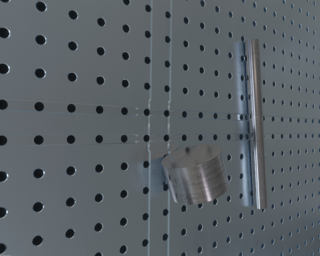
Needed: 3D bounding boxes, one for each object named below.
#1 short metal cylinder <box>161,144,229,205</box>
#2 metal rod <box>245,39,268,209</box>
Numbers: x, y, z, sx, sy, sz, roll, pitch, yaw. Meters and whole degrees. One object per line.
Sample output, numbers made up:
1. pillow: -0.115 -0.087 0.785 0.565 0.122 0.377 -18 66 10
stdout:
1. short metal cylinder: 0.047 0.059 0.413 0.081 0.080 0.050 -25 106 -37
2. metal rod: 0.172 -0.005 0.553 0.025 0.025 0.298 -7 95 -40
